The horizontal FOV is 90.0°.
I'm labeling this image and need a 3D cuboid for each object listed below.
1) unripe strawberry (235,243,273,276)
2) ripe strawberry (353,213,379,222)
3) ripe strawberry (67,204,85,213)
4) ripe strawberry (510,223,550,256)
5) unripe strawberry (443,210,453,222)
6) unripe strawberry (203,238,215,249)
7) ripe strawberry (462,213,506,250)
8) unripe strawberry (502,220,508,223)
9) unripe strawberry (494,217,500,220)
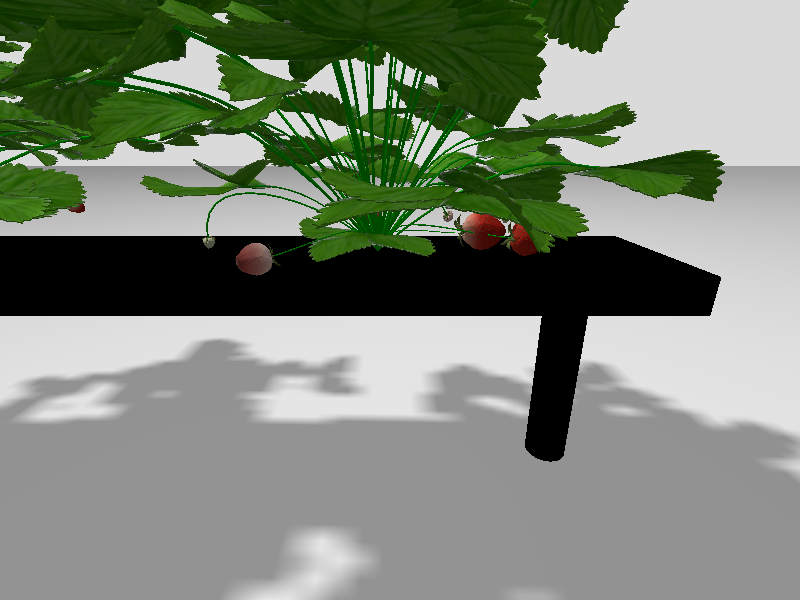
[{"bbox_3d":[-0.103,-0.028,0.281,0.024,0.023,0.022,-18,27,-39],"label":"unripe strawberry"},{"bbox_3d":[-0.042,-0.111,0.488,0.037,0.032,0.037,-3,20,-8],"label":"ripe strawberry"},{"bbox_3d":[-0.462,-0.133,0.572,0.021,0.018,0.021,1,-15,2],"label":"ripe strawberry"},{"bbox_3d":[0.108,-0.051,0.330,0.031,0.030,0.034,4,20,9],"label":"ripe strawberry"},{"bbox_3d":[0.061,-0.104,0.499,0.012,0.014,0.014,10,0,26],"label":"unripe strawberry"},{"bbox_3d":[-0.166,-0.050,0.348,0.010,0.010,0.009,-1,20,-2],"label":"unripe strawberry"},{"bbox_3d":[0.073,-0.061,0.351,0.038,0.032,0.038,1,20,0],"label":"ripe strawberry"},{"bbox_3d":[0.122,-0.094,0.463,0.011,0.011,0.010,-16,25,-37],"label":"unripe strawberry"},{"bbox_3d":[0.133,-0.123,0.528,0.032,0.033,0.034,16,25,36],"label":"unripe strawberry"}]
